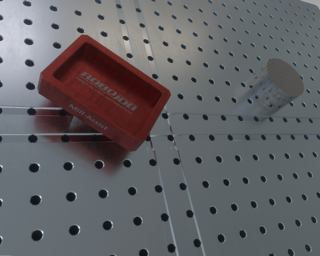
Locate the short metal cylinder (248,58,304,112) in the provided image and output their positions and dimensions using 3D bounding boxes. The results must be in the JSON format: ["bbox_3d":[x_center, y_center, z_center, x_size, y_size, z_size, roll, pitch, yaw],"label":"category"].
[{"bbox_3d":[0.205,-0.076,0.549,0.081,0.050,0.080,14,56,-21],"label":"short metal cylinder"}]

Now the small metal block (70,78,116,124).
[{"bbox_3d":[-0.085,-0.033,0.383,0.050,0.025,0.050,-1,62,-29],"label":"small metal block"}]

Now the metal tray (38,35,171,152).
[{"bbox_3d":[-0.061,-0.043,0.366,0.130,0.030,0.090,33,51,-7],"label":"metal tray"}]
